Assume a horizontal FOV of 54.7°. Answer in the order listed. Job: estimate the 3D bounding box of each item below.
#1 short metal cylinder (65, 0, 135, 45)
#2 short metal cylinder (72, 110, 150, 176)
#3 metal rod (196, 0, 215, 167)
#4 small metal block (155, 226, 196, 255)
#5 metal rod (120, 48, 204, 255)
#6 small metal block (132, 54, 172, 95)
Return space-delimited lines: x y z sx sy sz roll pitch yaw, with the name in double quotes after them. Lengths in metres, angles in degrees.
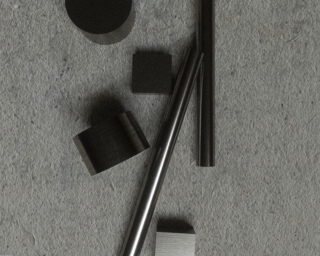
-0.074 -0.153 0.397 0.081 0.050 0.079 0 90 0 "short metal cylinder"
-0.059 0.018 0.382 0.080 0.080 0.050 -26 90 0 "short metal cylinder"
0.060 -0.099 0.410 0.025 0.025 0.298 0 90 0 "metal rod"
0.019 0.160 0.410 0.050 0.025 0.050 4 90 0 "small metal block"
-0.001 0.046 0.400 0.025 0.025 0.298 18 94 0 "metal rod"
-0.010 -0.070 0.410 0.050 0.025 0.050 1 90 0 "small metal block"
